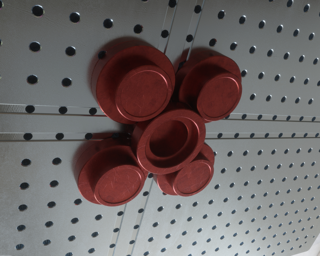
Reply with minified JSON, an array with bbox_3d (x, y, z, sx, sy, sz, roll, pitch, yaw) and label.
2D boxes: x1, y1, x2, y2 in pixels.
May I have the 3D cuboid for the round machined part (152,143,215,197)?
[{"bbox_3d":[0.041,0.063,0.463,0.099,0.042,0.097,-14,125,-21],"label":"round machined part"}]

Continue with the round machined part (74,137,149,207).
[{"bbox_3d":[-0.059,0.065,0.410,0.099,0.042,0.097,-14,125,-21],"label":"round machined part"}]

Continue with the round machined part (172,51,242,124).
[{"bbox_3d":[0.068,-0.048,0.409,0.099,0.042,0.097,-14,125,-21],"label":"round machined part"}]

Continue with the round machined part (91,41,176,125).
[{"bbox_3d":[-0.025,-0.046,0.358,0.099,0.042,0.097,-14,125,-21],"label":"round machined part"}]

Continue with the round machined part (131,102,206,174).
[{"bbox_3d":[0.008,0.009,0.410,0.099,0.042,0.097,-14,125,-21],"label":"round machined part"}]
